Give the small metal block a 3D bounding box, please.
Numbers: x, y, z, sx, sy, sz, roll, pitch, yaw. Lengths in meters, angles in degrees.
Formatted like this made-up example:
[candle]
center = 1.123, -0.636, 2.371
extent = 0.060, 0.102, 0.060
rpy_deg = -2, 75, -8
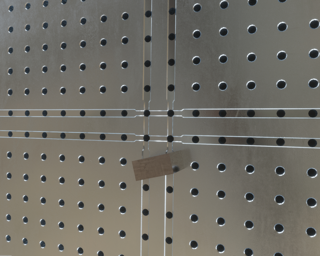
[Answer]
[small metal block]
center = -0.001, 0.048, 0.400
extent = 0.050, 0.050, 0.025
rpy_deg = -14, 85, 19
